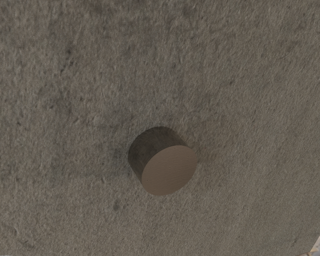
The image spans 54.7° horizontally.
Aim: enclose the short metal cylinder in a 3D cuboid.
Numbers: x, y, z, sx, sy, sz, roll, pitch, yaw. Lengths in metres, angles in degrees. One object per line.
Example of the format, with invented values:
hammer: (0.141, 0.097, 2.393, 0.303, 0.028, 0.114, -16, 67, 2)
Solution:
short metal cylinder: (0.003, 0.045, 0.422, 0.081, 0.050, 0.079, -14, 125, -21)
